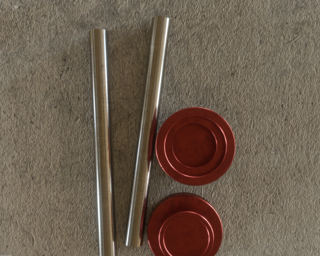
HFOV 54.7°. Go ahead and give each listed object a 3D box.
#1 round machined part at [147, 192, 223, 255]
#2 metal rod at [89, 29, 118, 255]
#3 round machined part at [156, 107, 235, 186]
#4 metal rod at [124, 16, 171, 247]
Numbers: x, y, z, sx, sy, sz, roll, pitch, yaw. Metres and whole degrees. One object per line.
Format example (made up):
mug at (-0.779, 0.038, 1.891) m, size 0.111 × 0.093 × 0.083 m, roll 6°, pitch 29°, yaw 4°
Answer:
round machined part at (0.033, 0.136, 0.402) m, size 0.099 × 0.042 × 0.097 m, roll 0°, pitch 90°, yaw 0°
metal rod at (-0.075, 0.022, 0.409) m, size 0.025 × 0.025 × 0.298 m, roll -2°, pitch 90°, yaw 0°
round machined part at (0.044, 0.023, 0.402) m, size 0.099 × 0.042 × 0.097 m, roll 0°, pitch 90°, yaw 0°
metal rod at (-0.017, 0.005, 0.409) m, size 0.025 × 0.025 × 0.298 m, roll 7°, pitch 90°, yaw 0°
